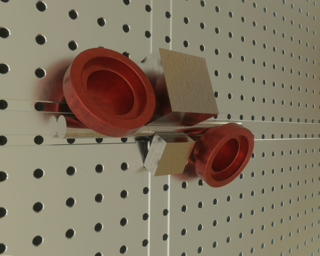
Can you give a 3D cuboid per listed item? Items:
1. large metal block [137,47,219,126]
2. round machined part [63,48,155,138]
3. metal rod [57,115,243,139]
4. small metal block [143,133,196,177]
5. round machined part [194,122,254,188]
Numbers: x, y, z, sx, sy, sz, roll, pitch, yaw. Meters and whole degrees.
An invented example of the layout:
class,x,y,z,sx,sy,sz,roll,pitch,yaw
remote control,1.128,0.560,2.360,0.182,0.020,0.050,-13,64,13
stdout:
class,x,y,z,sx,sy,sz,roll,pitch,yaw
large metal block,0.021,-0.048,0.396,0.081,0.050,0.080,1,71,-40
round machined part,-0.057,-0.034,0.334,0.099,0.042,0.098,21,52,-29
metal rod,0.013,0.000,0.421,0.302,0.025,0.025,0,90,-40
small metal block,0.012,0.034,0.407,0.050,0.025,0.050,1,118,-40
round machined part,0.089,0.036,0.457,0.099,0.042,0.097,-21,127,-29
